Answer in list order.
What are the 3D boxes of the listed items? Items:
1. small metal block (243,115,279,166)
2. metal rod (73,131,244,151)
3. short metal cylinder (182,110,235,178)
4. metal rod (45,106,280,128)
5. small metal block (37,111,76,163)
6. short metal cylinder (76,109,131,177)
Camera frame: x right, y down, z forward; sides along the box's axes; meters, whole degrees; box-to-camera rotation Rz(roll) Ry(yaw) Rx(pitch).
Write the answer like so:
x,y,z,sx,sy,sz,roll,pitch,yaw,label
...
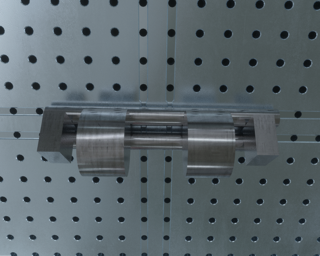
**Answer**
x,y,z,sx,sy,sz,roll,pitch,yaw,label
0.123,0.016,0.383,0.025,0.050,0.050,1,69,0,small metal block
0.000,0.018,0.420,0.302,0.025,0.025,1,110,-1,metal rod
0.055,0.019,0.368,0.050,0.080,0.079,1,110,0,short metal cylinder
0.003,-0.015,0.408,0.302,0.025,0.025,1,110,-1,metal rod
-0.125,0.013,0.380,0.025,0.050,0.050,1,68,0,small metal block
-0.063,0.017,0.366,0.050,0.080,0.079,1,110,0,short metal cylinder
